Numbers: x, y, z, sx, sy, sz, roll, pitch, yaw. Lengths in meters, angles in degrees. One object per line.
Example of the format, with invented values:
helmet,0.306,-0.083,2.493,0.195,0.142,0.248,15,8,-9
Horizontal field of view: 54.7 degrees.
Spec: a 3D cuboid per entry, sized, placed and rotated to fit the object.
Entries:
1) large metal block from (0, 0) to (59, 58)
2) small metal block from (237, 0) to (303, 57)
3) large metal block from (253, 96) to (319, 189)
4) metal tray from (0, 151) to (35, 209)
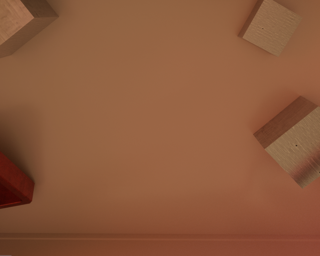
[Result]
large metal block,-0.169,-0.118,0.336,0.080,0.080,0.050,-33,107,11
small metal block,0.130,-0.120,0.369,0.050,0.025,0.050,25,108,-9
large metal block,0.186,0.018,0.407,0.080,0.050,0.080,-43,105,14
metal tray,-0.234,0.064,0.394,0.090,0.030,0.129,-11,142,3
